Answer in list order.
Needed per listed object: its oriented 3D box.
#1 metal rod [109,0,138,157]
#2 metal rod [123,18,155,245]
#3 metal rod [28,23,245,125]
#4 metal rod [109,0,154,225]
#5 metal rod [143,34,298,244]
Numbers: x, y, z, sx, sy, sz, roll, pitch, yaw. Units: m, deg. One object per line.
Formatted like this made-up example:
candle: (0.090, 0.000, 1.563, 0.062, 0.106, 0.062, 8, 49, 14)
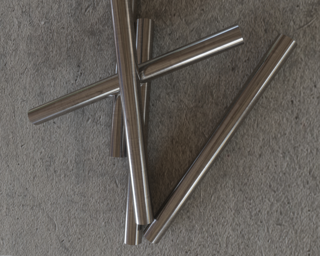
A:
metal rod: (-0.048, -0.110, 0.425, 0.025, 0.025, 0.298, 4, 91, 20)
metal rod: (-0.028, 0.006, 0.418, 0.025, 0.025, 0.298, 4, 91, 20)
metal rod: (-0.044, -0.061, 0.396, 0.300, 0.025, 0.025, -19, 84, 18)
metal rod: (-0.034, -0.027, 0.373, 0.025, 0.025, 0.298, -2, 101, 20)
metal rod: (0.068, 0.022, 0.384, 0.025, 0.025, 0.299, 36, 101, 16)
